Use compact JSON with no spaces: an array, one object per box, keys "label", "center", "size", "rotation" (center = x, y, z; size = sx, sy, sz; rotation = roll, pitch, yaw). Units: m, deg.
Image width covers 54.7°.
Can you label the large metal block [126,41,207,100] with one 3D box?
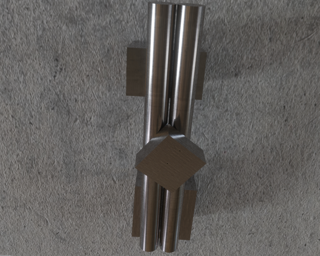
[{"label":"large metal block","center":[0.006,-0.069,0.357],"size":[0.081,0.080,0.050],"rotation":[3,110,-1]}]

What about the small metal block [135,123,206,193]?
[{"label":"small metal block","center":[0.010,0.032,0.319],"size":[0.050,0.025,0.050],"rotation":[38,111,-19]}]

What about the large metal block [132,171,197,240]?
[{"label":"large metal block","center":[0.005,0.106,0.436],"size":[0.081,0.050,0.079],"rotation":[5,110,-2]}]

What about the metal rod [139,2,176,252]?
[{"label":"metal rod","center":[-0.006,0.022,0.341],"size":[0.025,0.025,0.298],"rotation":[3,117,-1]}]

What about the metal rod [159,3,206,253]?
[{"label":"metal rod","center":[0.020,0.023,0.342],"size":[0.025,0.025,0.298],"rotation":[3,117,-1]}]
